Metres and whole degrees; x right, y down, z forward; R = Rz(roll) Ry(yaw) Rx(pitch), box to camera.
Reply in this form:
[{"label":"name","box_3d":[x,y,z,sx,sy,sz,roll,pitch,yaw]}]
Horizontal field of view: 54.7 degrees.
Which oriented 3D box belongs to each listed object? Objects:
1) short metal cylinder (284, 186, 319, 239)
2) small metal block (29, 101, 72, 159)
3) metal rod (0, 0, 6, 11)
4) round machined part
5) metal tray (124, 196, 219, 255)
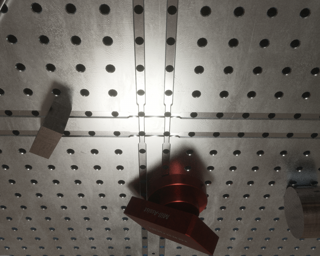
[{"label":"short metal cylinder","box_3d":[0.238,0.133,0.493,0.050,0.080,0.079,-3,130,2]},{"label":"small metal block","box_3d":[-0.139,0.003,0.395,0.025,0.050,0.050,26,125,-21]},{"label":"metal rod","box_3d":[-0.134,-0.154,0.278,0.025,0.025,0.299,33,122,-25]},{"label":"round machined part","box_3d":[0.029,0.123,0.506,0.099,0.042,0.097,-1,130,0]},{"label":"metal tray","box_3d":[0.016,0.153,0.490,0.130,0.030,0.090,5,147,40]}]
